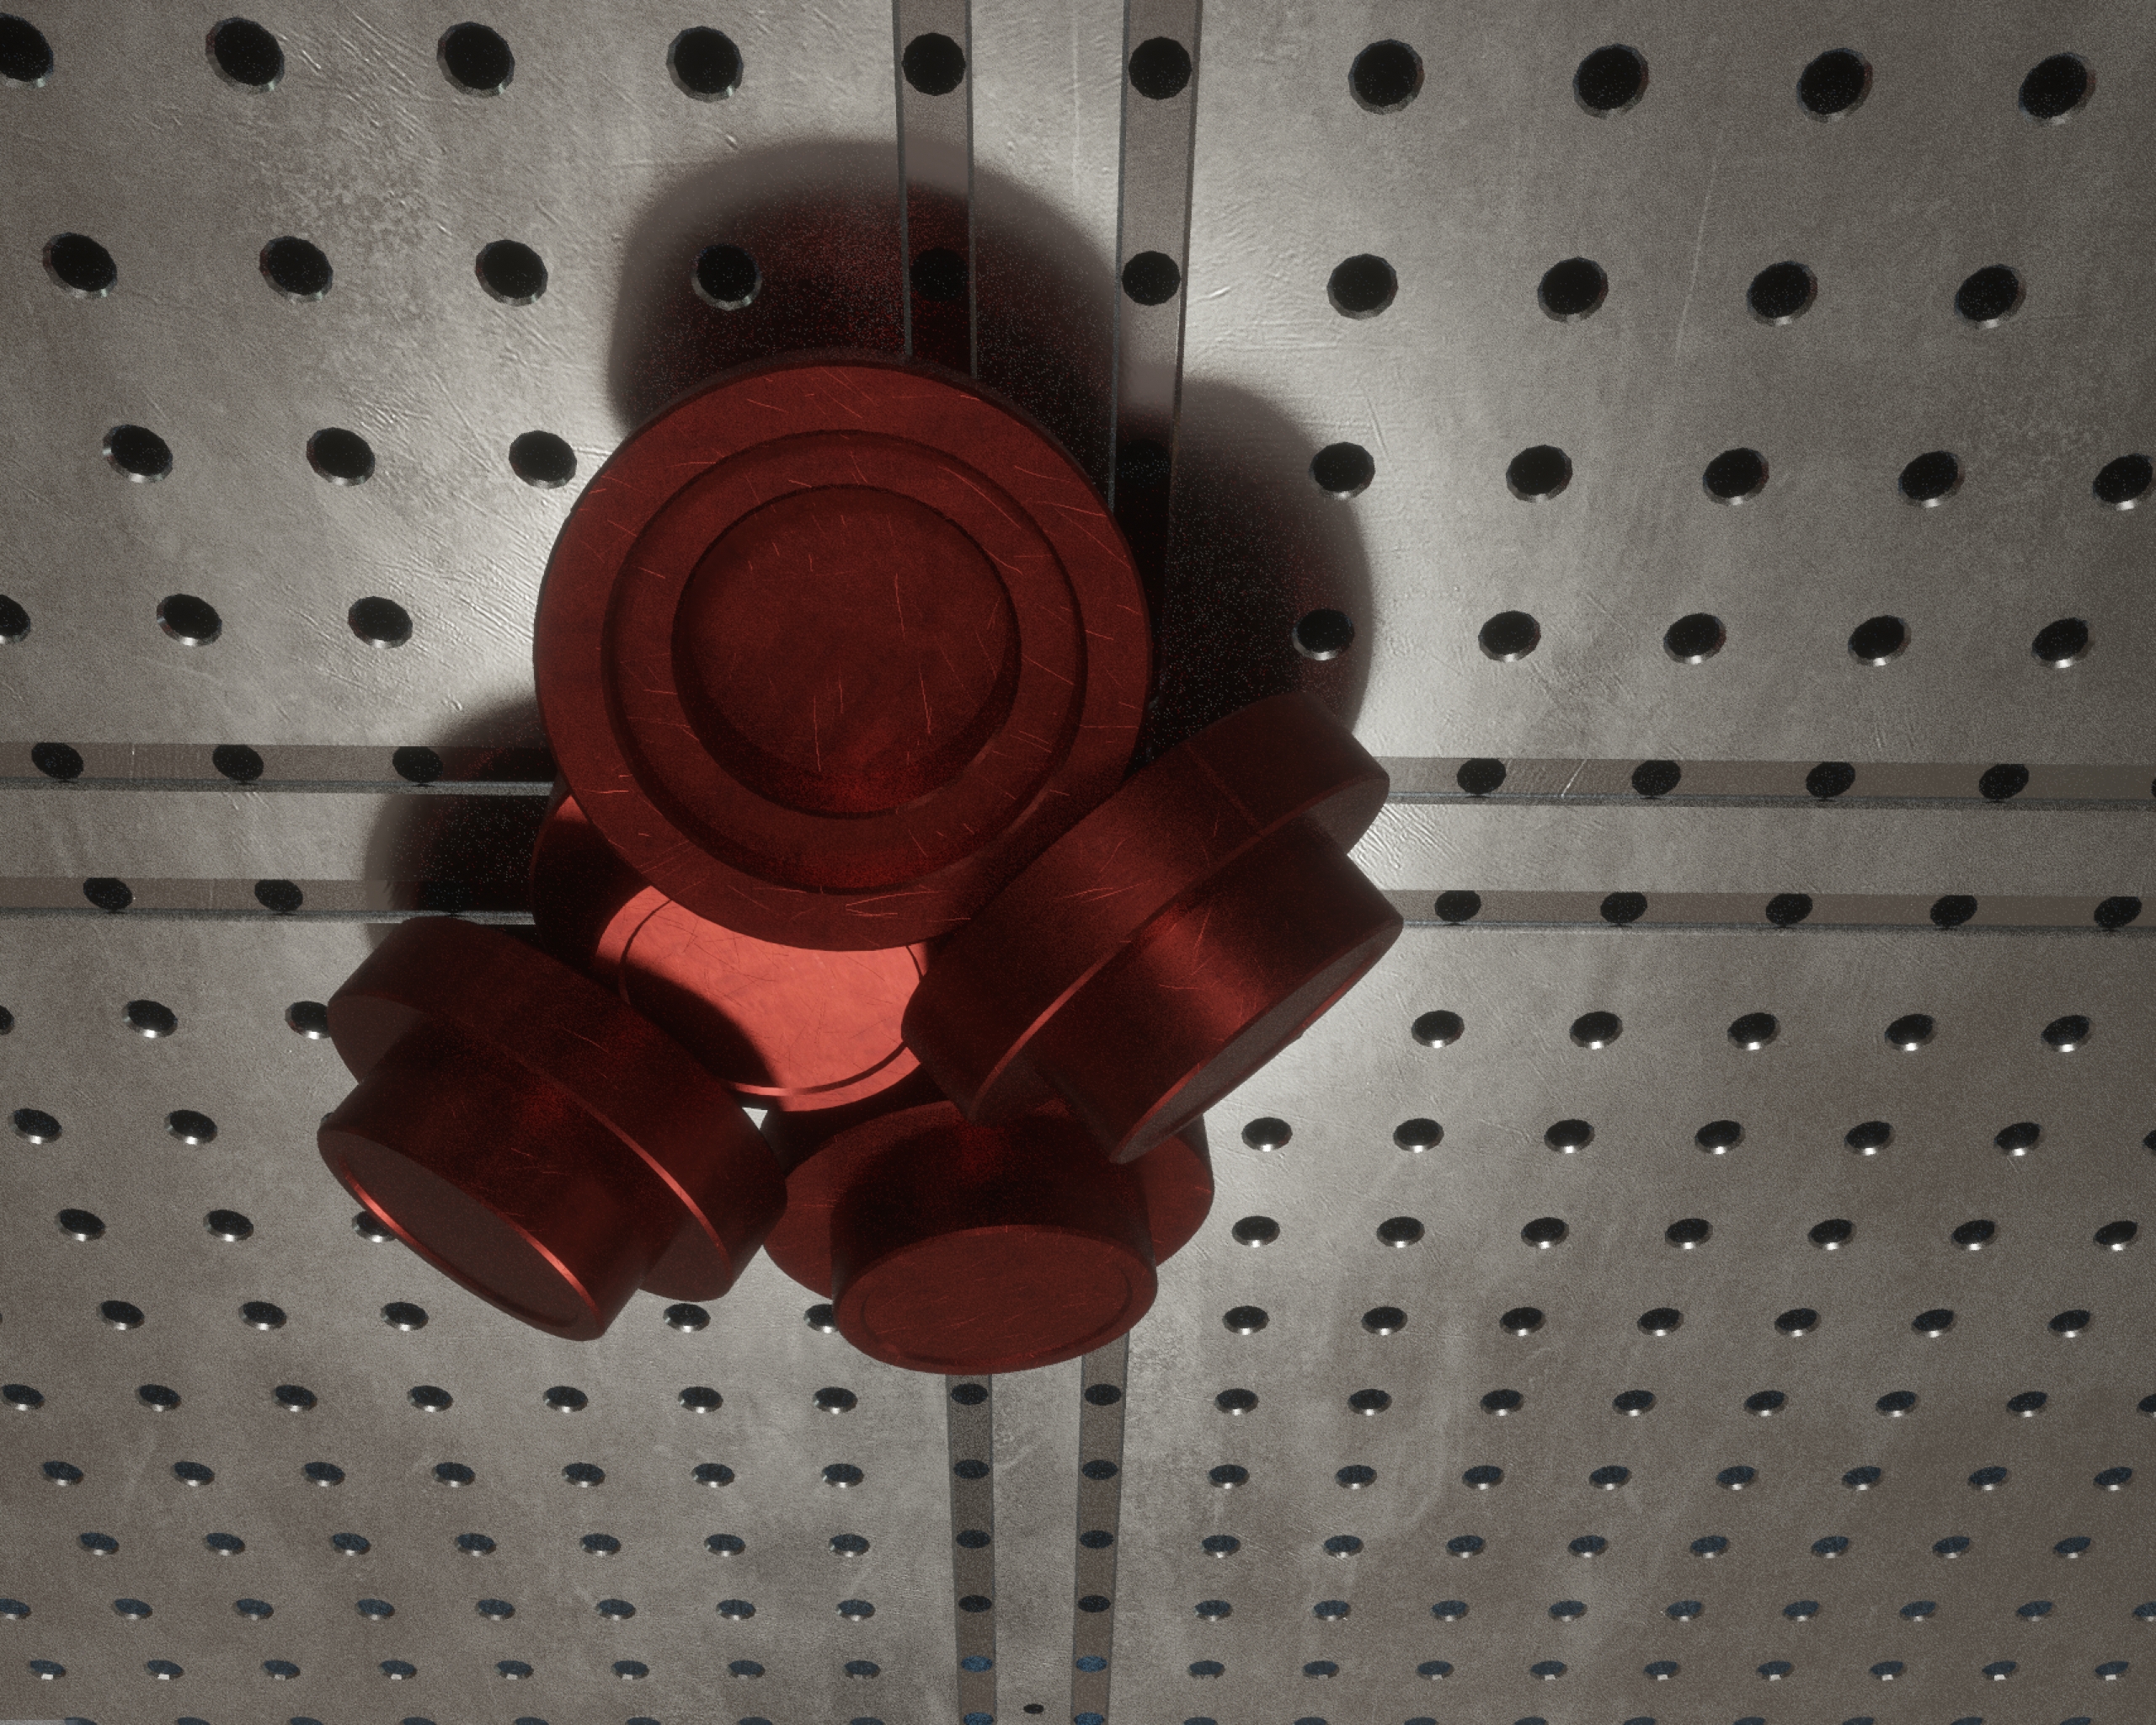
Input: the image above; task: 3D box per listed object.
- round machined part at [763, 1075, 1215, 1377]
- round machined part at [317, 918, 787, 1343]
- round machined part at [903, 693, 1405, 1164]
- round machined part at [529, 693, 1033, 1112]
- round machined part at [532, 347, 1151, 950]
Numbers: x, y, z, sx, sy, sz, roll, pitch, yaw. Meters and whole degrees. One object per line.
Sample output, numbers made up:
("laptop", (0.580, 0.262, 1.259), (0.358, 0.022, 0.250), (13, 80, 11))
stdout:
("round machined part", (-0.019, 0.077, 0.450), (0.099, 0.042, 0.097), (-5, 142, -4))
("round machined part", (-0.111, 0.059, 0.418), (0.098, 0.042, 0.097), (24, 148, 17))
("round machined part", (0.020, 0.017, 0.377), (0.042, 0.099, 0.097), (50, 123, 13))
("round machined part", (-0.057, 0.011, 0.407), (0.099, 0.042, 0.097), (-1, 130, 0))
("round machined part", (-0.039, -0.038, 0.353), (0.099, 0.042, 0.097), (-2, 109, -5))
